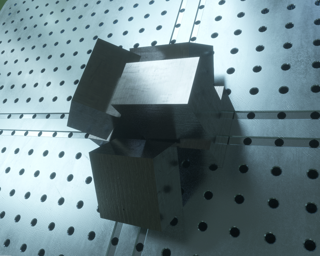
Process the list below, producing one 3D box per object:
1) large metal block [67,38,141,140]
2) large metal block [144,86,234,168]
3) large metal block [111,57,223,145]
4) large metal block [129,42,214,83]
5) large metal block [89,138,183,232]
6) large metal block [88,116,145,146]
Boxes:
[{"bbox_3d":[-0.067,-0.041,0.359,0.080,0.050,0.080,136,152,-63],"label":"large metal block"},{"bbox_3d":[0.037,-0.002,0.374,0.080,0.050,0.080,3,63,29],"label":"large metal block"},{"bbox_3d":[0.011,-0.024,0.319,0.080,0.080,0.050,2,63,29],"label":"large metal block"},{"bbox_3d":[0.018,-0.080,0.404,0.080,0.080,0.050,2,101,29],"label":"large metal block"},{"bbox_3d":[-0.025,0.059,0.344,0.080,0.050,0.080,2,107,29],"label":"large metal block"},{"bbox_3d":[-0.036,-0.006,0.416,0.080,0.050,0.080,7,65,31],"label":"large metal block"}]
